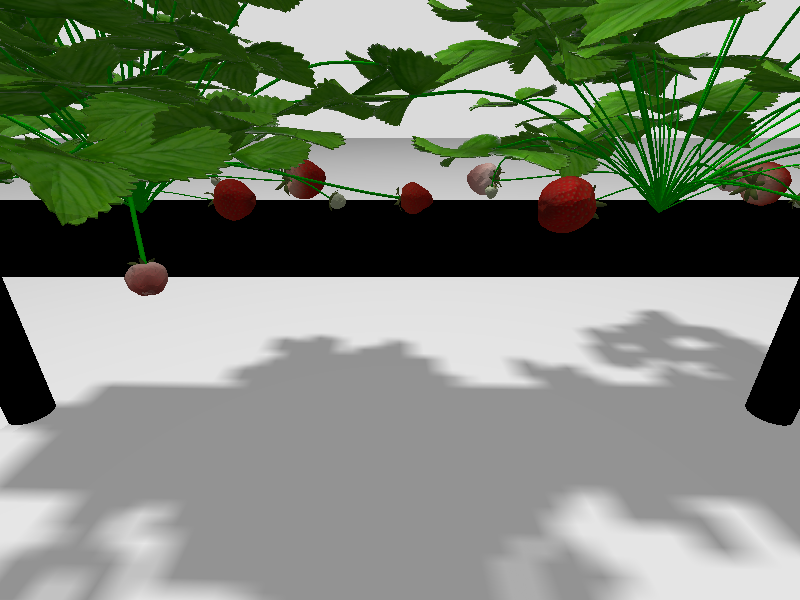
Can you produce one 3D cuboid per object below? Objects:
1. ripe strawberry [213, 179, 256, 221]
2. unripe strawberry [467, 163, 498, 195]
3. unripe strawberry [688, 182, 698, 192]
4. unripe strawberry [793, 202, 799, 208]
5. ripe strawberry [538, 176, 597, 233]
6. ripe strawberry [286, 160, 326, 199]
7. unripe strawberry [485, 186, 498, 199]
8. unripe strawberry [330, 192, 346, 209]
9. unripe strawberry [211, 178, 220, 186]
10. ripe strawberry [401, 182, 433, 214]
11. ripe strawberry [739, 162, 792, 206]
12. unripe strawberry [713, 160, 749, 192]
[{"bbox_3d":[-0.130,-0.080,0.320,0.033,0.032,0.031,7,24,13],"label":"ripe strawberry"},{"bbox_3d":[0.088,-0.130,0.429,0.032,0.033,0.029,15,28,32],"label":"unripe strawberry"},{"bbox_3d":[0.322,-0.125,0.442,0.013,0.011,0.011,20,31,39],"label":"unripe strawberry"},{"bbox_3d":[0.365,-0.089,0.362,0.014,0.013,0.013,11,21,-12],"label":"unripe strawberry"},{"bbox_3d":[0.113,-0.065,0.278,0.040,0.040,0.037,-14,27,-28],"label":"ripe strawberry"},{"bbox_3d":[-0.098,-0.127,0.419,0.042,0.041,0.039,-14,27,-31],"label":"ripe strawberry"},{"bbox_3d":[0.082,-0.097,0.361,0.011,0.011,0.011,3,24,7],"label":"unripe strawberry"},{"bbox_3d":[-0.055,-0.088,0.355,0.014,0.015,0.013,11,22,-9],"label":"unripe strawberry"},{"bbox_3d":[-0.221,-0.142,0.481,0.011,0.010,0.010,0,24,1],"label":"unripe strawberry"},{"bbox_3d":[0.014,-0.086,0.340,0.027,0.026,0.025,1,24,1],"label":"ripe strawberry"},{"bbox_3d":[0.350,-0.111,0.381,0.041,0.040,0.038,-7,25,-18],"label":"ripe strawberry"},{"bbox_3d":[0.384,-0.144,0.463,0.036,0.035,0.033,-18,29,-36],"label":"unripe strawberry"}]
